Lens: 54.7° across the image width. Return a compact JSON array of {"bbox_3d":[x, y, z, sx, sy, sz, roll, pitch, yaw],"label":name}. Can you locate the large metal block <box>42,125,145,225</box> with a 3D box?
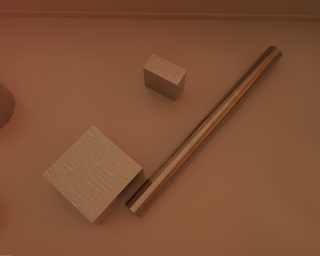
[{"bbox_3d":[-0.077,0.058,0.374,0.080,0.050,0.080,39,74,13],"label":"large metal block"}]

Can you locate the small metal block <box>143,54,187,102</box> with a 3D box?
[{"bbox_3d":[0.006,-0.067,0.421,0.050,0.050,0.025,29,73,9],"label":"small metal block"}]

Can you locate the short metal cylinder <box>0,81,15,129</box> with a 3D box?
[{"bbox_3d":[-0.242,-0.035,0.406,0.081,0.050,0.080,0,70,0],"label":"short metal cylinder"}]

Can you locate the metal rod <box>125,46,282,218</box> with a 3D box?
[{"bbox_3d":[0.067,-0.005,0.412,0.025,0.025,0.301,40,74,13],"label":"metal rod"}]
